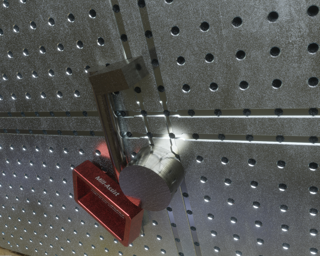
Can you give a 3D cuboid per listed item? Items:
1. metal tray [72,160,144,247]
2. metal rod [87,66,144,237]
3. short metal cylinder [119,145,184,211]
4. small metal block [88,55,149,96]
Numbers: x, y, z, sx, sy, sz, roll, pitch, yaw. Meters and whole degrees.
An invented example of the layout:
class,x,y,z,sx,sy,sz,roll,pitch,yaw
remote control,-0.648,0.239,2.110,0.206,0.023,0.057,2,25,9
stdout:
class,x,y,z,sx,sy,sz,roll,pitch,yaw
metal tray,-0.087,0.122,0.504,0.130,0.030,0.089,33,136,24
metal rod,-0.062,0.052,0.476,0.025,0.025,0.298,5,121,26
short metal cylinder,-0.011,0.072,0.446,0.080,0.050,0.079,13,124,21
small metal block,-0.050,-0.065,0.381,0.050,0.050,0.025,-7,115,31
